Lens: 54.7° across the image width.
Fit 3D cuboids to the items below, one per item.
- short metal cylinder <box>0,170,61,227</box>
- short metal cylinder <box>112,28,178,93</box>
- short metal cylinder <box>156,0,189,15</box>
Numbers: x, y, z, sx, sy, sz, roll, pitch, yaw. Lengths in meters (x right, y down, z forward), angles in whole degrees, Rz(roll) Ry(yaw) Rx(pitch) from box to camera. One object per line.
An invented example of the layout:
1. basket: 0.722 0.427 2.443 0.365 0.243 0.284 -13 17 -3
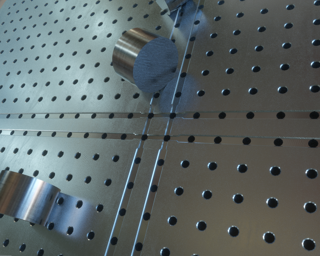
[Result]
1. short metal cylinder: -0.180 0.094 0.410 0.080 0.080 0.050 3 63 29
2. short metal cylinder: -0.020 -0.097 0.443 0.080 0.080 0.050 -49 51 -6
3. short metal cylinder: 0.013 -0.237 0.512 0.050 0.080 0.080 -37 51 4
